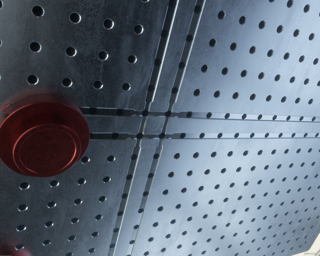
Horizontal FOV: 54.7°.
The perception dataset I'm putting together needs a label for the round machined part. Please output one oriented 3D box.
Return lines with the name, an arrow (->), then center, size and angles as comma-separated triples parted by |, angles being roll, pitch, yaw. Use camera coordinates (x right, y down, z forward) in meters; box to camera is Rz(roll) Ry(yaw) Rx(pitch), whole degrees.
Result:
round machined part -> -0.126, 0.016, 0.342 | 0.099, 0.042, 0.097 | -14, 125, -21
